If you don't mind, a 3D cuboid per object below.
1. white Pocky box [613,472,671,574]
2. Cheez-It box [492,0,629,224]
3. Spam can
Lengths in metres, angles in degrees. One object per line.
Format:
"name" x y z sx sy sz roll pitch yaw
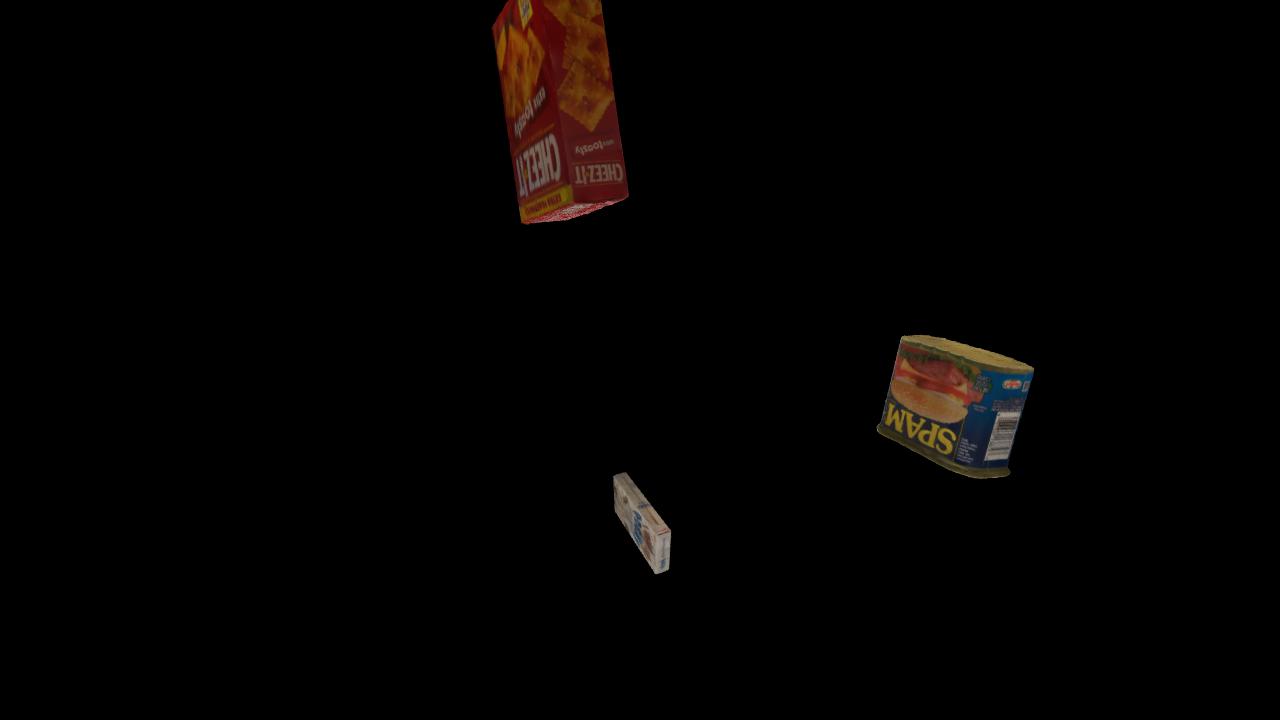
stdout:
"white Pocky box" 0.001 0.255 0.975 0.028 0.084 0.154 -14 32 -23
"Cheez-It box" -0.089 -0.265 0.648 0.071 0.223 0.166 -12 10 -26
"Spam can" 0.245 0.032 0.484 0.058 0.085 0.101 1 16 -24
